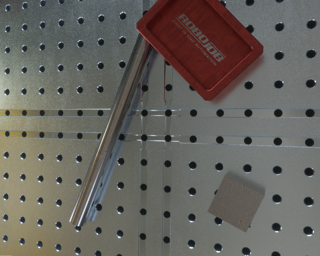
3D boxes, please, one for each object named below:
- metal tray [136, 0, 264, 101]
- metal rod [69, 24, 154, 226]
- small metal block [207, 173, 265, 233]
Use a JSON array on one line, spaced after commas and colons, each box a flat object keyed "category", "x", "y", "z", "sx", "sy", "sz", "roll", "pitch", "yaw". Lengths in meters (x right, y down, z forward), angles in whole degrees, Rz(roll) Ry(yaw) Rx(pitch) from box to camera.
[{"category": "metal tray", "x": 0.047, "y": -0.108, "z": 0.378, "sx": 0.090, "sy": 0.030, "sz": 0.130, "roll": -44, "pitch": 89, "yaw": 13}, {"category": "metal rod", "x": -0.065, "y": 0.000, "z": 0.434, "sx": 0.025, "sy": 0.025, "sz": 0.298, "roll": 24, "pitch": 98, "yaw": 18}, {"category": "small metal block", "x": 0.094, "y": 0.090, "z": 0.379, "sx": 0.050, "sy": 0.025, "sz": 0.050, "roll": 26, "pitch": 98, "yaw": 17}]
